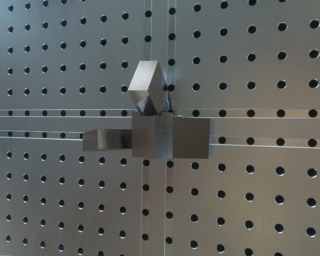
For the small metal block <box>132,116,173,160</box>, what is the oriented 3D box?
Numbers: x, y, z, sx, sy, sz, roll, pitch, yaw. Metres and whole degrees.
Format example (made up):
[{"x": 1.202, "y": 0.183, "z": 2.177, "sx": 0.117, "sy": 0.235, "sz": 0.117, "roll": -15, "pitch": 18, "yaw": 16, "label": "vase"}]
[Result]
[{"x": -0.010, "y": 0.011, "z": 0.378, "sx": 0.050, "sy": 0.025, "sz": 0.050, "roll": -1, "pitch": 90, "yaw": 53, "label": "small metal block"}]

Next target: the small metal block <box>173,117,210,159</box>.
[{"x": 0.034, "y": 0.012, "z": 0.389, "sx": 0.050, "sy": 0.025, "sz": 0.050, "roll": 2, "pitch": 91, "yaw": -11, "label": "small metal block"}]

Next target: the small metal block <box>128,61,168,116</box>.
[{"x": -0.014, "y": -0.050, "z": 0.394, "sx": 0.025, "sy": 0.050, "sz": 0.050, "roll": 3, "pitch": 55, "yaw": 21, "label": "small metal block"}]

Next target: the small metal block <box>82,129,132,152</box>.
[{"x": -0.070, "y": 0.017, "z": 0.414, "sx": 0.050, "sy": 0.050, "sz": 0.025, "roll": -12, "pitch": 78, "yaw": 54, "label": "small metal block"}]

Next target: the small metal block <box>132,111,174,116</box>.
[{"x": -0.010, "y": 0.003, "z": 0.417, "sx": 0.050, "sy": 0.025, "sz": 0.050, "roll": 3, "pitch": 91, "yaw": 20, "label": "small metal block"}]
